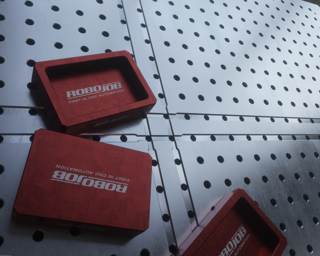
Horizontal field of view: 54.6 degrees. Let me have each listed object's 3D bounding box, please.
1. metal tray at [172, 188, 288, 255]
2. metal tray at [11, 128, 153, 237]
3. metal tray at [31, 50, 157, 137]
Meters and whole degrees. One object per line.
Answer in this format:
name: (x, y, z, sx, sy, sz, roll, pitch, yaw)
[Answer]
metal tray: (0.084, 0.144, 0.361, 0.090, 0.030, 0.131, 49, 51, 6)
metal tray: (-0.075, 0.059, 0.328, 0.131, 0.030, 0.090, 15, 56, -20)
metal tray: (-0.079, -0.047, 0.390, 0.131, 0.030, 0.090, -18, 72, -35)
